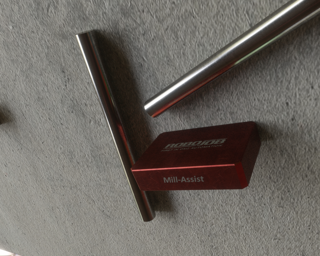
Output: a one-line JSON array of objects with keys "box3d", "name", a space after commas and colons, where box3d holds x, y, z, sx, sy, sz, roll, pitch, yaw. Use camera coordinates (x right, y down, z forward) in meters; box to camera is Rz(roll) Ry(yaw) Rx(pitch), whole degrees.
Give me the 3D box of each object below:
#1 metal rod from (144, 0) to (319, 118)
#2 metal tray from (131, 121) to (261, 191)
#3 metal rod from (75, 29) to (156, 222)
[{"box3d": [0.092, -0.085, 0.305, 0.299, 0.025, 0.025, -31, 102, 37], "name": "metal rod"}, {"box3d": [0.043, 0.033, 0.361, 0.130, 0.090, 0.030, -8, 114, 31], "name": "metal tray"}, {"box3d": [-0.056, 0.013, 0.442, 0.025, 0.025, 0.298, -2, 118, 28], "name": "metal rod"}]
